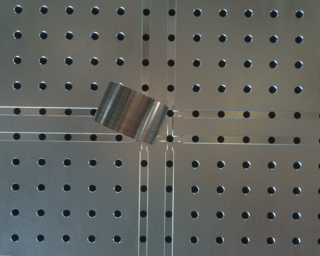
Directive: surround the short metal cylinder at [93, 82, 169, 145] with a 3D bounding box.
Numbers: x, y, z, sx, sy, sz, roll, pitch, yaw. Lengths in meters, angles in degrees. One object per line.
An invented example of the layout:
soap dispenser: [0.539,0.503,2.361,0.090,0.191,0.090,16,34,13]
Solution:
short metal cylinder: [-0.035,-0.018,0.386,0.080,0.080,0.050,24,90,0]
